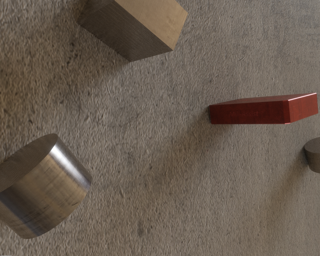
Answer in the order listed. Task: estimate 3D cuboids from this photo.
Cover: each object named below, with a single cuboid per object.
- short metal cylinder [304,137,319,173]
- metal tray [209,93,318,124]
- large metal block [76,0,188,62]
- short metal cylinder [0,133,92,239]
[{"bbox_3d":[0.362,0.057,0.672,0.081,0.080,0.050,-32,110,-35],"label":"short metal cylinder"},{"bbox_3d":[0.151,-0.028,0.462,0.091,0.130,0.030,-14,99,-39],"label":"metal tray"},{"bbox_3d":[-0.031,-0.122,0.343,0.080,0.080,0.050,32,70,-36],"label":"large metal block"},{"bbox_3d":[-0.110,0.050,0.277,0.080,0.080,0.050,-47,118,-29],"label":"short metal cylinder"}]
